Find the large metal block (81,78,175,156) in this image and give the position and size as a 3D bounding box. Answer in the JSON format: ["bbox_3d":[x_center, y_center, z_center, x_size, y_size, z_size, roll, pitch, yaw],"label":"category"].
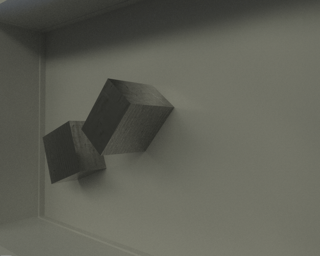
[{"bbox_3d":[-0.041,-0.013,0.403,0.050,0.081,0.080,48,118,29],"label":"large metal block"}]

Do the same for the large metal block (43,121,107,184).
[{"bbox_3d":[-0.140,0.040,0.503,0.080,0.050,0.080,-25,75,37],"label":"large metal block"}]
